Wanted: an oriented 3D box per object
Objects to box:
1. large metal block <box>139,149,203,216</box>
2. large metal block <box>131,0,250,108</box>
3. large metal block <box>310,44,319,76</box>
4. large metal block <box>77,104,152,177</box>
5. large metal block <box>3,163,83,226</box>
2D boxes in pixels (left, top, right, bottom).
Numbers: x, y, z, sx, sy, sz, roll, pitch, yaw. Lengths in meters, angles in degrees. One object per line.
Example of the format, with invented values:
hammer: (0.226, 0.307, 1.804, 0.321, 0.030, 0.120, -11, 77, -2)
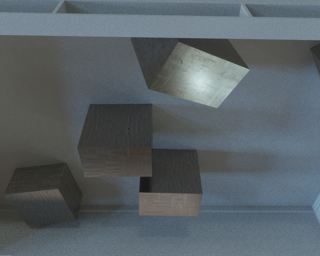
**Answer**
large metal block: (0.013, 0.075, 0.438, 0.081, 0.080, 0.050, 2, 130, -2)
large metal block: (0.026, -0.072, 0.299, 0.081, 0.080, 0.050, 12, 131, -31)
large metal block: (0.218, -0.065, 0.321, 0.080, 0.080, 0.050, -26, 126, 20)
large metal block: (-0.050, 0.014, 0.384, 0.081, 0.080, 0.050, 0, 130, 0)
large metal block: (-0.175, 0.103, 0.478, 0.080, 0.050, 0.080, -7, 130, 5)
